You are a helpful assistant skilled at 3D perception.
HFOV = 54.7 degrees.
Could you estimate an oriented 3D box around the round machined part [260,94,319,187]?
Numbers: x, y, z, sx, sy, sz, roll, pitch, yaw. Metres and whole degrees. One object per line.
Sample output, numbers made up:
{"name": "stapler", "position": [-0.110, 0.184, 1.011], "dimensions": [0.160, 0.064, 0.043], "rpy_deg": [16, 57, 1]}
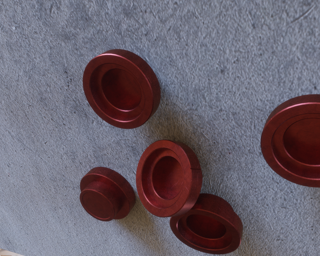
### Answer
{"name": "round machined part", "position": [0.158, 0.010, 0.319], "dimensions": [0.098, 0.042, 0.097], "rpy_deg": [13, 124, 21]}

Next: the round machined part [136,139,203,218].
{"name": "round machined part", "position": [0.016, 0.066, 0.407], "dimensions": [0.098, 0.042, 0.098], "rpy_deg": [-10, 75, 43]}

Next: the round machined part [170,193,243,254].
{"name": "round machined part", "position": [0.067, 0.130, 0.435], "dimensions": [0.098, 0.042, 0.097], "rpy_deg": [12, 130, 15]}

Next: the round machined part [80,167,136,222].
{"name": "round machined part", "position": [-0.094, 0.117, 0.518], "dimensions": [0.098, 0.042, 0.097], "rpy_deg": [13, 124, 21]}

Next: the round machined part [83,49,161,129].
{"name": "round machined part", "position": [-0.043, -0.051, 0.387], "dimensions": [0.098, 0.042, 0.097], "rpy_deg": [13, 124, 21]}
